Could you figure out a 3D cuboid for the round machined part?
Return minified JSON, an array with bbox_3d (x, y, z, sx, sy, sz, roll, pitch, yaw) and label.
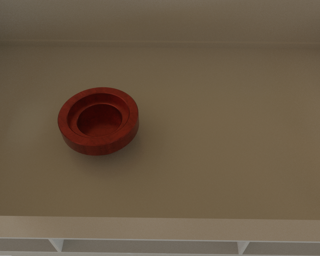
[{"bbox_3d":[-0.076,-0.004,0.397,0.099,0.042,0.098,0,50,0],"label":"round machined part"}]
